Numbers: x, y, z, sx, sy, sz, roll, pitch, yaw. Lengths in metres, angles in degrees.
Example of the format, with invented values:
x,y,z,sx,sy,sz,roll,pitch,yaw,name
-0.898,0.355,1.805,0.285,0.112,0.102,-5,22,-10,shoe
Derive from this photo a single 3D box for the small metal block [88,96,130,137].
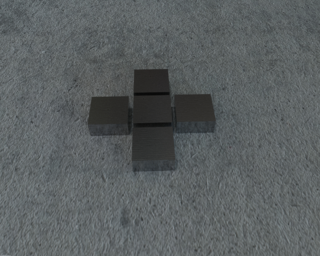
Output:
x,y,z,sx,sy,sz,roll,pitch,yaw,name
-0.067,-0.016,0.417,0.050,0.025,0.050,-1,50,-2,small metal block

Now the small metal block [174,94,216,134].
x,y,z,sx,sy,sz,roll,pitch,yaw,name
0.046,-0.020,0.422,0.050,0.025,0.050,-1,50,-2,small metal block

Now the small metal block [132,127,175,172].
x,y,z,sx,sy,sz,roll,pitch,yaw,name
-0.008,0.026,0.383,0.050,0.025,0.050,-2,50,-2,small metal block

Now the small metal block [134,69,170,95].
x,y,z,sx,sy,sz,roll,pitch,yaw,name
-0.012,-0.061,0.456,0.050,0.025,0.050,-1,50,-2,small metal block

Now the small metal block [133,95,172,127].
x,y,z,sx,sy,sz,roll,pitch,yaw,name
-0.010,-0.018,0.420,0.050,0.025,0.050,-1,50,-2,small metal block
